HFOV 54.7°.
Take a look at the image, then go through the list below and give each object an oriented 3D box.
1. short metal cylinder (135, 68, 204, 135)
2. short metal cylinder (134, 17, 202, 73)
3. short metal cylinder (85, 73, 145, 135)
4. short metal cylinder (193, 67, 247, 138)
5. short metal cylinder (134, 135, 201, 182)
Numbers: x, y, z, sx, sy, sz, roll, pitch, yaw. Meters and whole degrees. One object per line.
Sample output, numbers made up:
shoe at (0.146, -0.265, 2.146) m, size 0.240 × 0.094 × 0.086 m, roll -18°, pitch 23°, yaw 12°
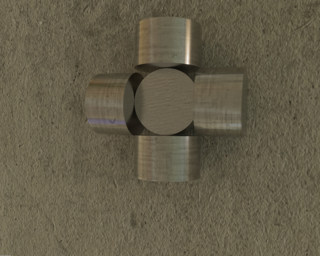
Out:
short metal cylinder at (0.015, -0.031, 0.391) m, size 0.080 × 0.050 × 0.079 m, roll 0°, pitch 90°, yaw 19°
short metal cylinder at (0.010, -0.097, 0.376) m, size 0.080 × 0.080 × 0.050 m, roll 2°, pitch 91°, yaw 19°
short metal cylinder at (-0.052, -0.031, 0.399) m, size 0.050 × 0.080 × 0.079 m, roll 2°, pitch 91°, yaw 20°
short metal cylinder at (0.072, -0.029, 0.355) m, size 0.050 × 0.080 × 0.079 m, roll 2°, pitch 91°, yaw 20°
short metal cylinder at (0.009, 0.034, 0.377) m, size 0.080 × 0.080 × 0.050 m, roll 1°, pitch 90°, yaw 19°
